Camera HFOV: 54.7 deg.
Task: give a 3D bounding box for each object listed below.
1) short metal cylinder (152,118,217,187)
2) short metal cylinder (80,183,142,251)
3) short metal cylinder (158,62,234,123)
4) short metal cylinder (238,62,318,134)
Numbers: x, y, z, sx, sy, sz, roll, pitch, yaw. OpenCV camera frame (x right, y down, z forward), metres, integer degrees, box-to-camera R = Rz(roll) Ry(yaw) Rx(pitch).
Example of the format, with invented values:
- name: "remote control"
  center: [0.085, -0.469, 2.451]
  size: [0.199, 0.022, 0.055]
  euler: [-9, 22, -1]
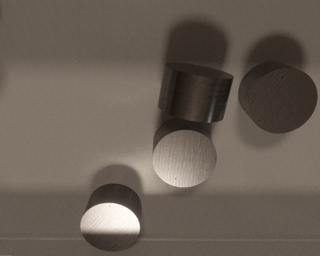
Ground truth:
- name: "short metal cylinder"
  center: [0.031, 0.031, 0.410]
  size: [0.081, 0.050, 0.079]
  euler: [0, 110, -1]
- name: "short metal cylinder"
  center: [-0.068, 0.127, 0.444]
  size: [0.081, 0.050, 0.079]
  euler: [0, 110, -1]
- name: "short metal cylinder"
  center: [0.041, -0.044, 0.366]
  size: [0.081, 0.080, 0.050]
  euler: [9, 110, -4]
- name: "short metal cylinder"
  center: [0.144, -0.039, 0.386]
  size: [0.081, 0.050, 0.079]
  euler: [0, 110, -1]
